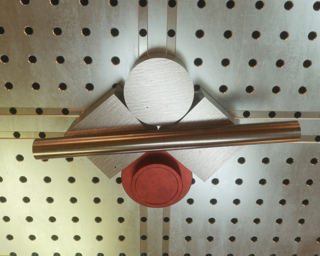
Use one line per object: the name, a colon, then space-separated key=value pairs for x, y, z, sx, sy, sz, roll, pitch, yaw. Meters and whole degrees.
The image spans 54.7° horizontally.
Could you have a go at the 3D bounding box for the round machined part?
round machined part: x=-0.004 y=0.070 z=0.426 sx=0.099 sy=0.042 sz=0.097 roll=0 pitch=110 yaw=0

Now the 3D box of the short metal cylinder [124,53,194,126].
short metal cylinder: x=-0.001 y=-0.049 z=0.378 sx=0.081 sy=0.050 sz=0.079 roll=0 pitch=110 yaw=0

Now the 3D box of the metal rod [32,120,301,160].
metal rod: x=0.006 y=0.014 z=0.359 sx=0.302 sy=0.025 sz=0.025 roll=-4 pitch=110 yaw=2

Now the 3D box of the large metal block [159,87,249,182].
large metal block: x=0.054 y=0.008 z=0.397 sx=0.080 sy=0.050 sz=0.080 roll=40 pitch=106 yaw=-14

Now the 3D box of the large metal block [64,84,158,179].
large metal block: x=-0.059 y=0.004 z=0.397 sx=0.080 sy=0.050 sz=0.080 roll=-38 pitch=108 yaw=12
